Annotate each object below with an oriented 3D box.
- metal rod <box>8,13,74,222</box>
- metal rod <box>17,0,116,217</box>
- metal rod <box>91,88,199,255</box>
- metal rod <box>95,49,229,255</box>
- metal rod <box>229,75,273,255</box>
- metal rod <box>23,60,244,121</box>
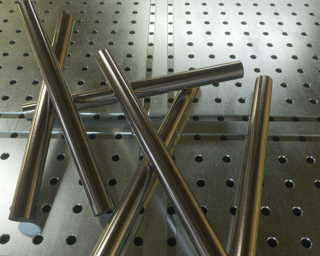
[{"bbox_3d":[-0.145,-0.034,0.399,0.025,0.025,0.299,0,61,0],"label":"metal rod"},{"bbox_3d":[-0.121,-0.038,0.379,0.025,0.025,0.299,-21,71,-16],"label":"metal rod"},{"bbox_3d":[-0.002,0.028,0.384,0.025,0.025,0.301,17,52,14],"label":"metal rod"},{"bbox_3d":[-0.011,0.015,0.359,0.025,0.025,0.299,-21,61,-17],"label":"metal rod"},{"bbox_3d":[0.114,0.040,0.374,0.025,0.025,0.300,13,51,11],"label":"metal rod"},{"bbox_3d":[-0.035,-0.052,0.428,0.302,0.025,0.025,-11,51,-1],"label":"metal rod"}]
